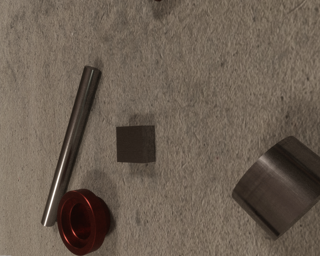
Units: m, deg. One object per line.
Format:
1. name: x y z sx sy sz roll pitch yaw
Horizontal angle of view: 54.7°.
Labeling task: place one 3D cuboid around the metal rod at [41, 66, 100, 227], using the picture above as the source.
1. metal rod: -0.157 0.040 0.530 0.025 0.025 0.298 32 109 35

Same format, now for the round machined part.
1. round machined part: -0.116 0.144 0.487 0.098 0.042 0.097 0 90 39

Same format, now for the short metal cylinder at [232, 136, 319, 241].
1. short metal cylinder: 0.112 0.053 0.276 0.050 0.081 0.080 46 118 30

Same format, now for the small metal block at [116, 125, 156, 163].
1. small metal block: -0.034 0.022 0.431 0.050 0.025 0.050 -3 88 39
